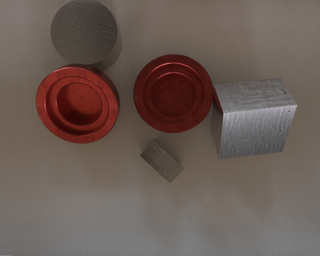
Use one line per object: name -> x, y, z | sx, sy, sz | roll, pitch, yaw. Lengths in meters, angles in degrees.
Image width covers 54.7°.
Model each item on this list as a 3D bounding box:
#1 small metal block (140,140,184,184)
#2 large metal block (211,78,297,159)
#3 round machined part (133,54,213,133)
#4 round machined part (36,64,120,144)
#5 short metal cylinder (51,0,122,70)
small metal block -> 0.002, 0.041, 0.399 | 0.050, 0.050, 0.025 | 43, 90, -1
large metal block -> 0.109, -0.010, 0.379 | 0.081, 0.080, 0.050 | -7, 45, -1
round machined part -> 0.018, -0.042, 0.401 | 0.099, 0.042, 0.097 | 0, 89, 3
round machined part -> -0.099, -0.033, 0.390 | 0.099, 0.042, 0.097 | 0, 113, 1
short metal cylinder -> -0.091, -0.116, 0.398 | 0.081, 0.050, 0.079 | 0, 90, -1
